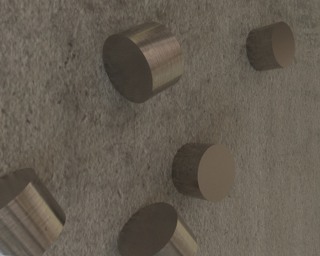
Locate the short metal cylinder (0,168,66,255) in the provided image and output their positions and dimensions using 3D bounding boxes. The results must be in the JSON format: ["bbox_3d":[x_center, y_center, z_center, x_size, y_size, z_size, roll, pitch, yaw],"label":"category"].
[{"bbox_3d":[-0.129,0.078,0.262,0.080,0.080,0.050,-40,115,-33],"label":"short metal cylinder"}]

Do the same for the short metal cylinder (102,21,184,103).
[{"bbox_3d":[-0.020,-0.075,0.354,0.050,0.080,0.080,-34,112,-35],"label":"short metal cylinder"}]

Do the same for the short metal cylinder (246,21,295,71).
[{"bbox_3d":[0.201,-0.146,0.560,0.081,0.050,0.079,0,90,-40],"label":"short metal cylinder"}]

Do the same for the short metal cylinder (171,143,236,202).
[{"bbox_3d":[0.063,0.062,0.444,0.081,0.050,0.079,0,90,-40],"label":"short metal cylinder"}]

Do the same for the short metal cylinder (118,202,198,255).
[{"bbox_3d":[-0.003,0.136,0.369,0.080,0.080,0.050,-49,119,-29],"label":"short metal cylinder"}]
